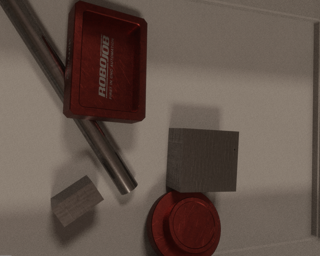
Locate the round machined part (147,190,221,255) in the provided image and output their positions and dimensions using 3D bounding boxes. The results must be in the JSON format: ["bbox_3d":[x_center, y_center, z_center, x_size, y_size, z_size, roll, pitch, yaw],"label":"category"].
[{"bbox_3d":[0.036,0.126,0.400,0.099,0.042,0.098,7,67,-18],"label":"round machined part"}]

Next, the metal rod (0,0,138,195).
[{"bbox_3d":[-0.113,-0.049,0.369,0.025,0.025,0.299,-33,101,-17],"label":"metal rod"}]

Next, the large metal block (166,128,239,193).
[{"bbox_3d":[0.057,0.042,0.420,0.081,0.050,0.079,4,89,-20],"label":"large metal block"}]

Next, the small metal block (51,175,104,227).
[{"bbox_3d":[-0.098,0.083,0.362,0.050,0.050,0.025,-34,101,-17],"label":"small metal block"}]

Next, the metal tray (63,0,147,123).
[{"bbox_3d":[-0.063,-0.074,0.368,0.091,0.030,0.129,5,81,-30],"label":"metal tray"}]
